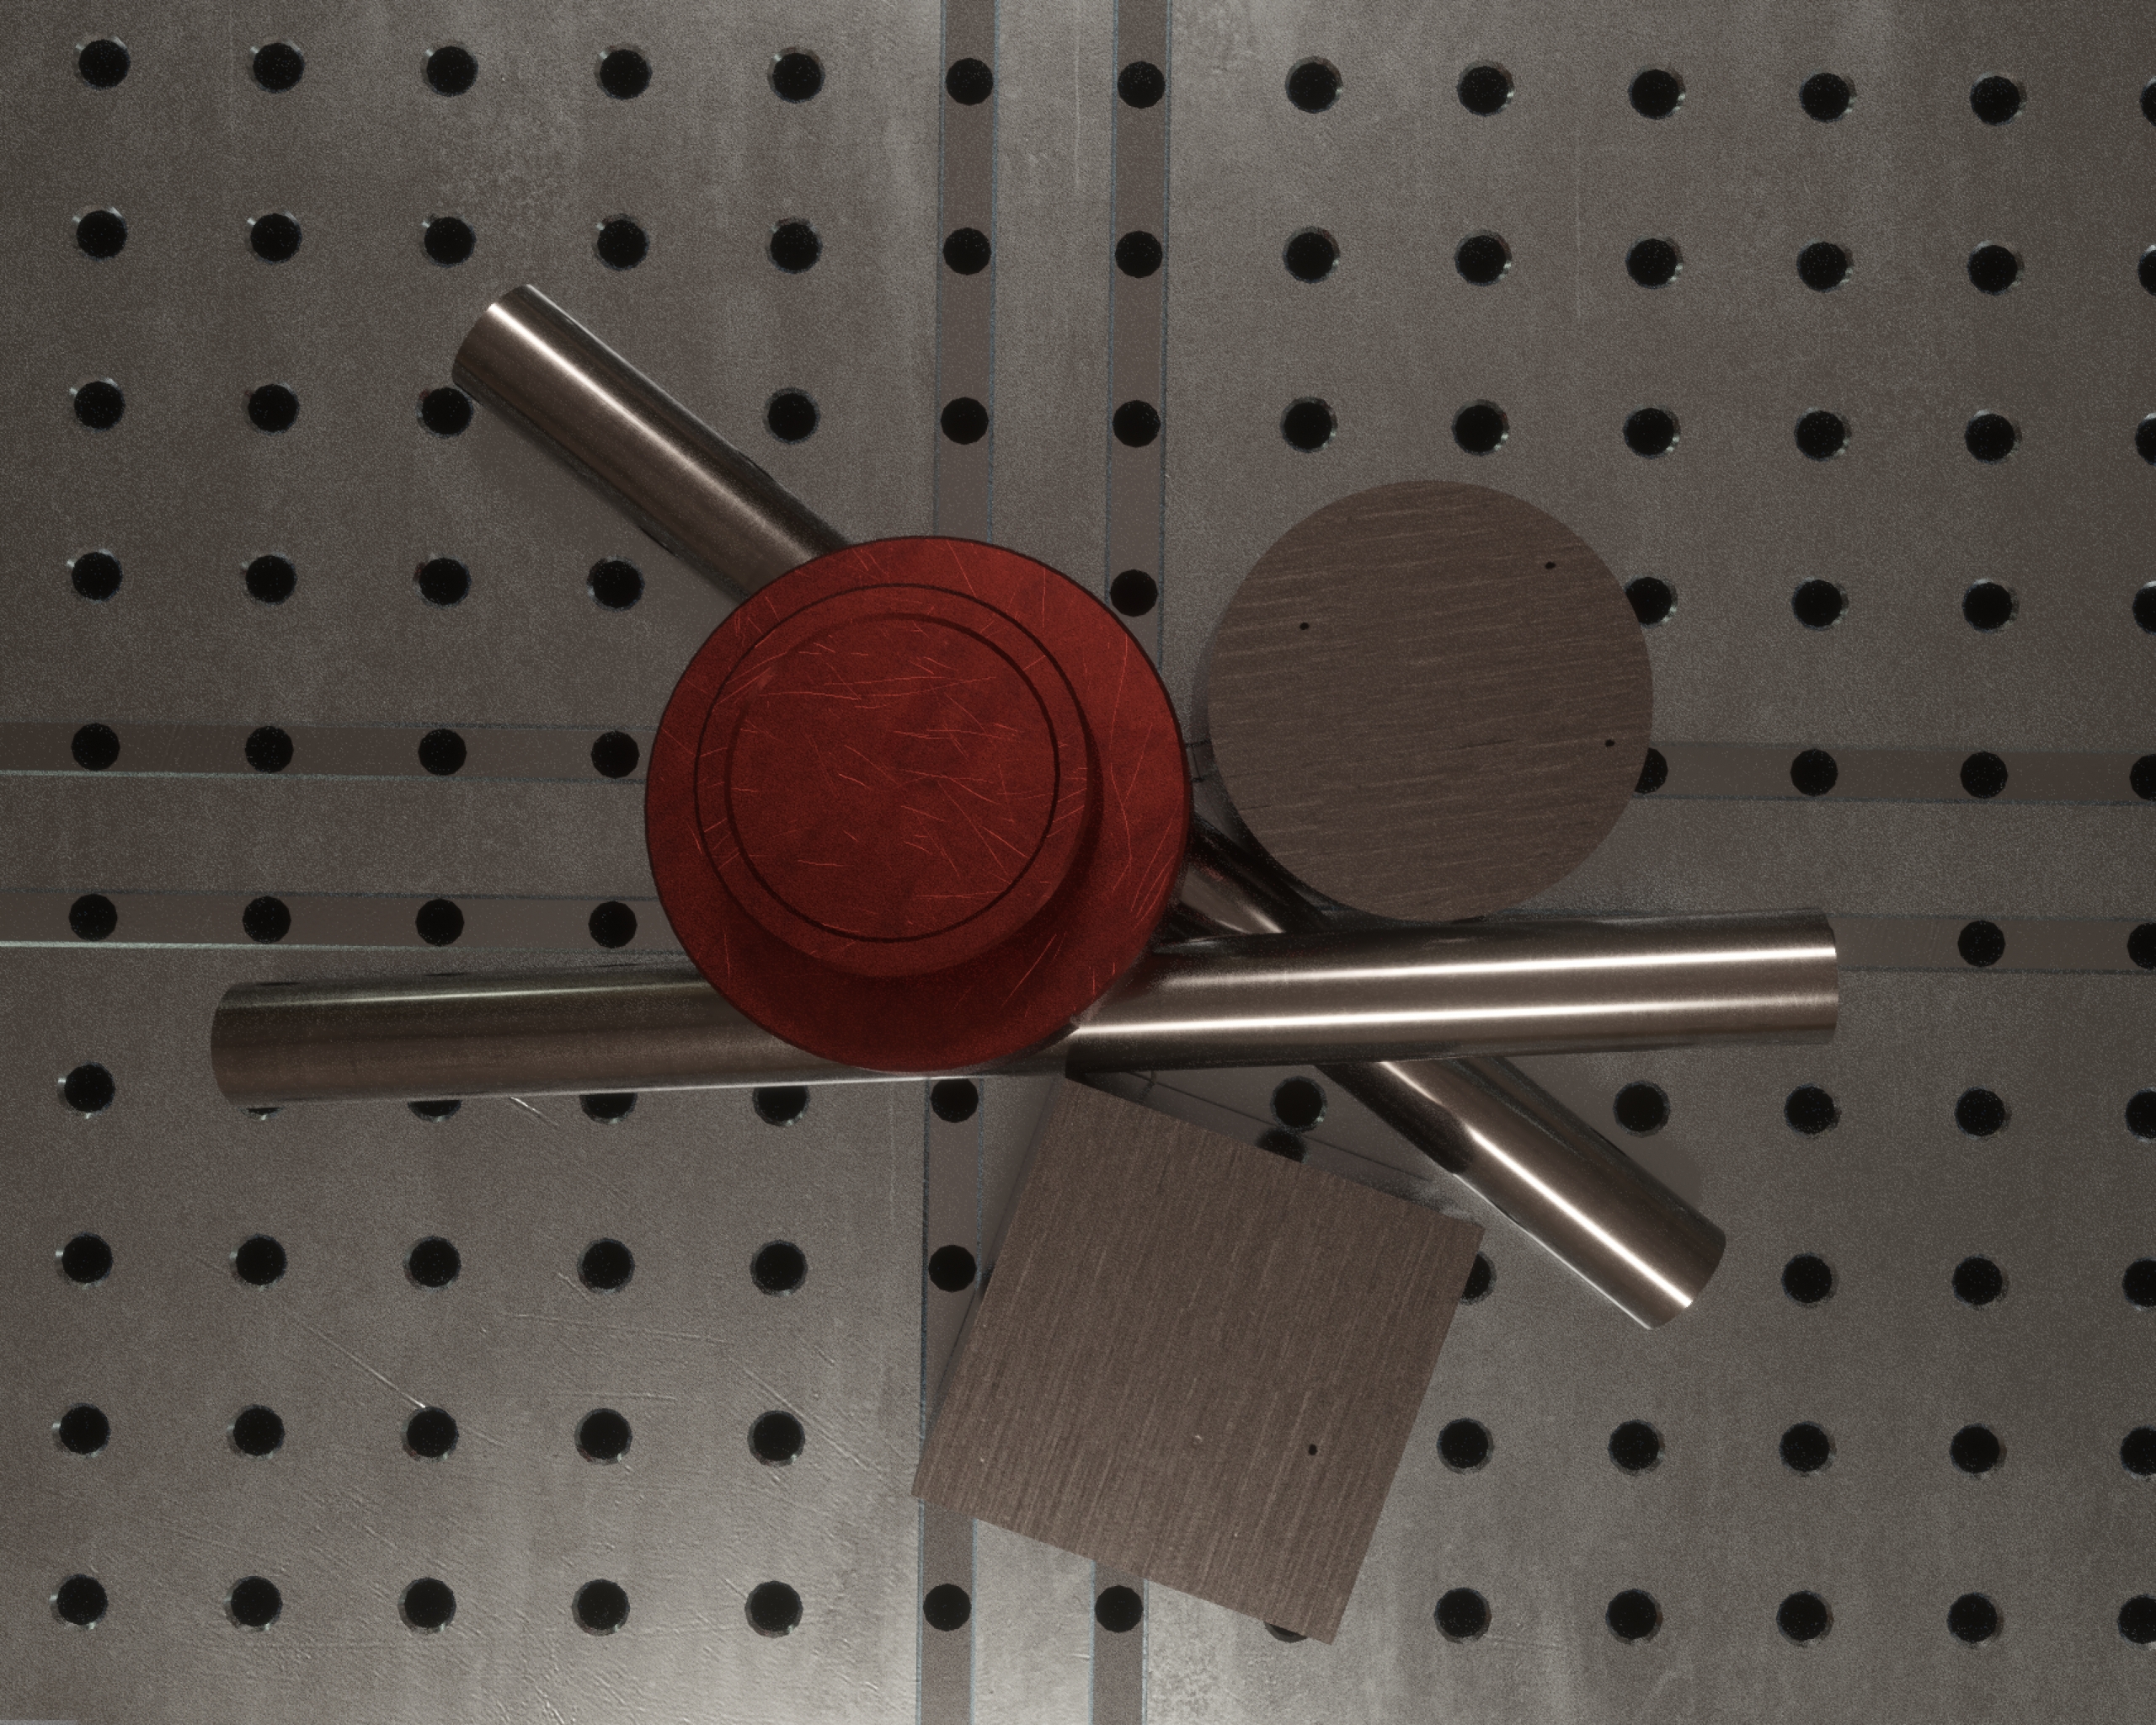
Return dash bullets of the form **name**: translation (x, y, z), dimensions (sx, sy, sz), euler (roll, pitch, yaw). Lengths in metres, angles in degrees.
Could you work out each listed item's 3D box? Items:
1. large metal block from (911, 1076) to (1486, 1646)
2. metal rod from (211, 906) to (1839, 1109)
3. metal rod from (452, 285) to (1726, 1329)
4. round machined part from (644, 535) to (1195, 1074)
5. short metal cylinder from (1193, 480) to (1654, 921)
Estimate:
- **large metal block**: translation (0.022, 0.089, 0.399), dimensions (0.080, 0.050, 0.080), euler (20, 90, -1)
- **metal rod**: translation (-0.015, 0.028, 0.395), dimensions (0.302, 0.025, 0.025), euler (-3, 90, 7)
- **metal rod**: translation (0.003, -0.011, 0.414), dimensions (0.300, 0.025, 0.025), euler (38, 90, -1)
- **round machined part**: translation (-0.029, -0.011, 0.371), dimensions (0.099, 0.042, 0.097), euler (-1, 81, 5)
- **short metal cylinder**: translation (0.064, -0.029, 0.401), dimensions (0.081, 0.050, 0.079), euler (0, 90, -1)
